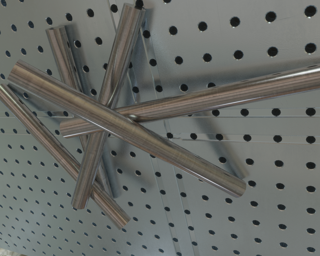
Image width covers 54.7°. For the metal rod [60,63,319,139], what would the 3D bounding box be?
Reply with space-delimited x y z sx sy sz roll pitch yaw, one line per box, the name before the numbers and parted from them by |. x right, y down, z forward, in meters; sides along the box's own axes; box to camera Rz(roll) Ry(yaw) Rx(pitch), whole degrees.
metal rod | 0.020 -0.025 0.346 0.301 0.025 0.025 -11 114 19

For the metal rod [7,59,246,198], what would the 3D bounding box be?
metal rod | -0.019 0.012 0.353 0.301 0.025 0.025 29 132 -21

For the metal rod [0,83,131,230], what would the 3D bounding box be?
metal rod | -0.158 0.043 0.495 0.300 0.025 0.025 46 129 4

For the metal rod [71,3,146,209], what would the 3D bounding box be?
metal rod | -0.076 -0.009 0.408 0.025 0.025 0.298 27 117 11

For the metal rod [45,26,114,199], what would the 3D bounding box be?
metal rod | -0.113 0.001 0.469 0.025 0.025 0.298 5 121 25
